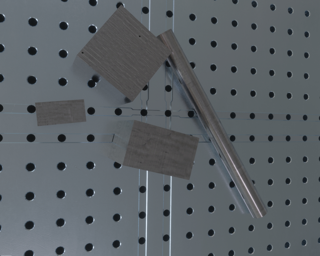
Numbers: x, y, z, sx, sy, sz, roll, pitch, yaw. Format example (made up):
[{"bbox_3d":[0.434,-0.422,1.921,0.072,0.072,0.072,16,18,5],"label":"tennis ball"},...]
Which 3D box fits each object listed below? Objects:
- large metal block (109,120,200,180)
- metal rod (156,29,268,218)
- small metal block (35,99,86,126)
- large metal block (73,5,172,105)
[{"bbox_3d":[-0.011,0.025,0.380,0.081,0.080,0.050,16,85,-20],"label":"large metal block"},{"bbox_3d":[0.077,0.001,0.441,0.025,0.025,0.299,-33,101,-17],"label":"metal rod"},{"bbox_3d":[-0.115,-0.017,0.357,0.050,0.050,0.025,-6,93,-20],"label":"small metal block"},{"bbox_3d":[-0.047,-0.087,0.382,0.080,0.050,0.080,40,77,-16],"label":"large metal block"}]
